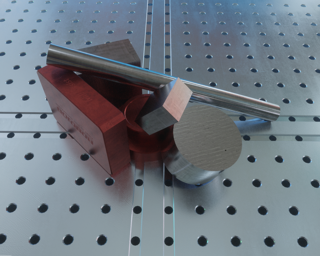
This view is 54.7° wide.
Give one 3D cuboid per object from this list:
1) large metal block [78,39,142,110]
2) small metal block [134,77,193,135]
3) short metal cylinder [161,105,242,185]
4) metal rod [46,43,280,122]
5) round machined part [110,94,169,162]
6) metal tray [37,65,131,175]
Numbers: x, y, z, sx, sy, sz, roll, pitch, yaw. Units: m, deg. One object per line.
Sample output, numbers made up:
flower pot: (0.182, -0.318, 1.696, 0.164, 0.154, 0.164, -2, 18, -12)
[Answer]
large metal block: (-0.071, -0.067, 0.425, 0.081, 0.080, 0.050, -17, 52, -14)
small metal block: (0.004, -0.024, 0.355, 0.025, 0.050, 0.050, 44, 49, -20)
short metal cylinder: (0.047, 0.020, 0.360, 0.081, 0.050, 0.080, 7, 62, -13)
metal rod: (0.017, -0.052, 0.390, 0.302, 0.025, 0.025, 13, 48, -15)
round machined part: (-0.016, -0.007, 0.406, 0.099, 0.042, 0.098, 0, 50, 0)
metal tray: (-0.091, -0.013, 0.374, 0.030, 0.089, 0.130, -36, 59, -26)
